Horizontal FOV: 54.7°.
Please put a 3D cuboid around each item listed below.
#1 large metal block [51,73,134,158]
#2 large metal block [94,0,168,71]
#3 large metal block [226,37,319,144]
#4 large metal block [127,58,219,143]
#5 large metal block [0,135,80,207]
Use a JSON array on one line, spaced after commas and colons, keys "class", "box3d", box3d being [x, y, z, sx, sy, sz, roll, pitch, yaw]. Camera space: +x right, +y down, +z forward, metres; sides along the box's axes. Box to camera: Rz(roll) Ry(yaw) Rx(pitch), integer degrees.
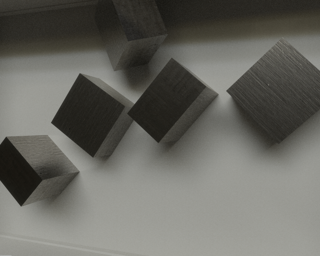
[{"class": "large metal block", "box3d": [-0.087, -0.017, 0.427, 0.080, 0.050, 0.080, 36, 101, 16]}, {"class": "large metal block", "box3d": [-0.040, -0.128, 0.387, 0.050, 0.080, 0.080, -18, 82, -23]}, {"class": "large metal block", "box3d": [0.136, -0.039, 0.349, 0.080, 0.050, 0.080, -45, 77, 14]}, {"class": "large metal block", "box3d": [0.019, -0.030, 0.374, 0.050, 0.080, 0.080, 43, 103, 14]}, {"class": "large metal block", "box3d": [-0.178, 0.056, 0.442, 0.080, 0.080, 0.050, 44, 104, 14]}]
